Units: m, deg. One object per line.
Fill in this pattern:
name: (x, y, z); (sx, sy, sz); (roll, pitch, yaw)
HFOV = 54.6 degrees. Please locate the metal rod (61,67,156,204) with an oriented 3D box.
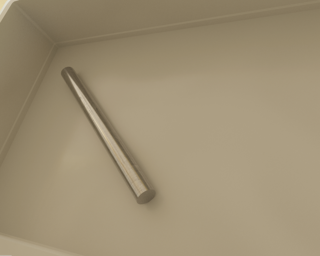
metal rod: (-0.090, -0.009, 0.459); (0.025, 0.025, 0.300); (-40, 51, 1)
